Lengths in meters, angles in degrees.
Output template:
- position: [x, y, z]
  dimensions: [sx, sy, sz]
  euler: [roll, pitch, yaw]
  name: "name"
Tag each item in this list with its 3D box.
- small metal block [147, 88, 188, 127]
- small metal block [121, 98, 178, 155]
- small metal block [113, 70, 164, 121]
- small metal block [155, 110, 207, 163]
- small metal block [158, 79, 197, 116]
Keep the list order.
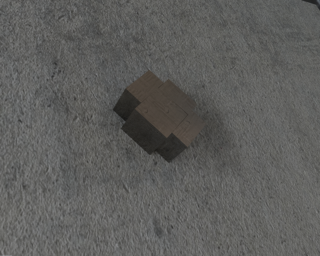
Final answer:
- position: [-0.001, -0.015, 0.399]
  dimensions: [0.050, 0.050, 0.025]
  euler: [43, 51, 0]
  name: "small metal block"
- position: [-0.014, -0.001, 0.383]
  dimensions: [0.050, 0.050, 0.025]
  euler: [43, 51, 0]
  name: "small metal block"
- position: [-0.028, -0.041, 0.399]
  dimensions: [0.025, 0.050, 0.050]
  euler: [43, 51, 1]
  name: "small metal block"
- position: [0.026, 0.011, 0.397]
  dimensions: [0.025, 0.050, 0.050]
  euler: [43, 51, 1]
  name: "small metal block"
- position: [0.013, -0.029, 0.415]
  dimensions: [0.050, 0.050, 0.025]
  euler: [42, 51, 0]
  name: "small metal block"
